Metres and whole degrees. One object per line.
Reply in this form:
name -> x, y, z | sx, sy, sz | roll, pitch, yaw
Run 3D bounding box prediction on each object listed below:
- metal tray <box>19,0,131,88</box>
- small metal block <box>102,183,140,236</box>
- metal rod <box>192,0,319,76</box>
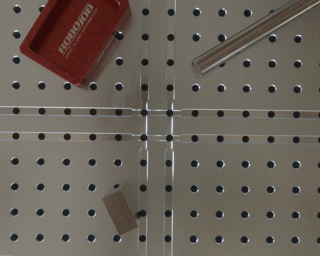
metal tray -> -0.109, -0.130, 0.409 | 0.090, 0.030, 0.130 | 32, 90, 0
small metal block -> -0.048, 0.103, 0.400 | 0.025, 0.050, 0.050 | -25, 90, 0
metal rod -> 0.179, -0.158, 0.414 | 0.301, 0.025, 0.025 | -31, 90, 0
